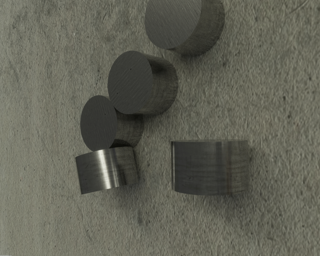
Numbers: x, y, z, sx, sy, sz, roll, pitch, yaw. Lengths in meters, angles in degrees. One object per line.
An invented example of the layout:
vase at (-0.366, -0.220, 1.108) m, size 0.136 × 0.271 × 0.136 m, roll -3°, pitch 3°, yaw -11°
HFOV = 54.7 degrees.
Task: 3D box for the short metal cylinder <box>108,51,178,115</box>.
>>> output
short metal cylinder at (-0.023, -0.057, 0.408) m, size 0.080 × 0.050 × 0.080 m, roll 0°, pitch 90°, yaw 40°

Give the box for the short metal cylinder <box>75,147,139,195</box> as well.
short metal cylinder at (-0.073, 0.059, 0.430) m, size 0.080 × 0.081 × 0.050 m, roll -20°, pitch 78°, yaw 38°

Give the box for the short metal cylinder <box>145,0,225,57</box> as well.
short metal cylinder at (0.028, -0.129, 0.365) m, size 0.080 × 0.050 × 0.080 m, roll 0°, pitch 90°, yaw 40°

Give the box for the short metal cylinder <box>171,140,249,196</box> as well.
short metal cylinder at (0.052, 0.038, 0.326) m, size 0.080 × 0.081 × 0.050 m, roll -2°, pitch 89°, yaw 40°

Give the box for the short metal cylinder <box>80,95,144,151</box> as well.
short metal cylinder at (-0.070, -0.006, 0.447) m, size 0.080 × 0.050 × 0.080 m, roll 0°, pitch 90°, yaw 40°
